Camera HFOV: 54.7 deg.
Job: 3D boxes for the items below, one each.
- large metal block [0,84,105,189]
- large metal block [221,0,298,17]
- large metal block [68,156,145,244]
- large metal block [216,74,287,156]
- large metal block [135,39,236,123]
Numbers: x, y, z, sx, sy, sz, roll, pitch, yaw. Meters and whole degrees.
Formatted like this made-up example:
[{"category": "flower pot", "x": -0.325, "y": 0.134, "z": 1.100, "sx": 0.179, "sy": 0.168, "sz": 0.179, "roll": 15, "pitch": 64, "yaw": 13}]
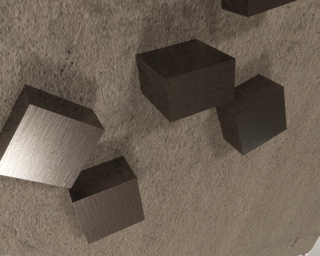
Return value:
[{"category": "large metal block", "x": -0.120, "y": 0.011, "z": 0.333, "sx": 0.080, "sy": 0.050, "sz": 0.080, "roll": 22, "pitch": 106, "yaw": -37}, {"category": "large metal block", "x": 0.115, "y": -0.179, "z": 0.344, "sx": 0.081, "sy": 0.050, "sz": 0.080, "roll": -23, "pitch": 127, "yaw": -15}, {"category": "large metal block", "x": -0.072, "y": 0.094, "z": 0.411, "sx": 0.081, "sy": 0.050, "sz": 0.079, "roll": -19, "pitch": 126, "yaw": -18}, {"category": "large metal block", "x": 0.134, "y": -0.019, "z": 0.454, "sx": 0.080, "sy": 0.050, "sz": 0.080, "roll": -30, "pitch": 129, "yaw": -10}, {"category": "large metal block", "x": 0.028, "y": -0.058, "z": 0.352, "sx": 0.081, "sy": 0.080, "sz": 0.050, "roll": -20, "pitch": 126, "yaw": -17}]
